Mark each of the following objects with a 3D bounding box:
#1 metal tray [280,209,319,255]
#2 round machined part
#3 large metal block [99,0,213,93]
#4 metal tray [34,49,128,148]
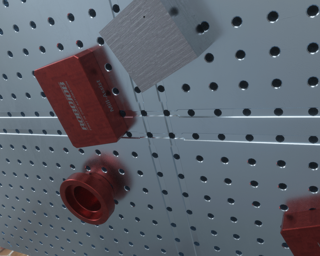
[{"bbox_3d":[0.223,0.161,0.390,0.090,0.030,0.130,-23,106,36],"label":"metal tray"},{"bbox_3d":[-0.119,0.116,0.535,0.098,0.042,0.097,13,124,21],"label":"round machined part"},{"bbox_3d":[-0.004,-0.098,0.337,0.080,0.050,0.080,-27,104,37],"label":"large metal block"},{"bbox_3d":[-0.112,-0.037,0.444,0.090,0.030,0.129,-10,114,32],"label":"metal tray"}]
